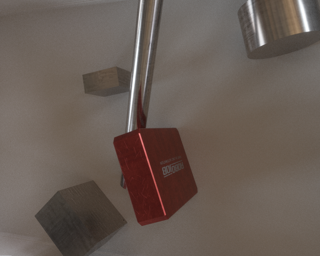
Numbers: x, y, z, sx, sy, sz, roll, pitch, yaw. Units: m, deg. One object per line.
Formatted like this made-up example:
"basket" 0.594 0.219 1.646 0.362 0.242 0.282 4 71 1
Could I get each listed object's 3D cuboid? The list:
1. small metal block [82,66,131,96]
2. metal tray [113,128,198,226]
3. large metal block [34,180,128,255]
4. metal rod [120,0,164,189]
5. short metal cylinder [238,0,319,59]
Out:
"small metal block" -0.068 -0.061 0.420 0.050 0.050 0.025 -10 87 19
"metal tray" 0.002 0.047 0.353 0.030 0.130 0.090 -20 84 19
"large metal block" -0.103 0.123 0.416 0.050 0.080 0.080 -46 76 14
"metal rod" -0.022 -0.052 0.355 0.025 0.025 0.298 20 120 18
"short metal cylinder" 0.130 -0.112 0.335 0.080 0.080 0.050 -13 86 19
